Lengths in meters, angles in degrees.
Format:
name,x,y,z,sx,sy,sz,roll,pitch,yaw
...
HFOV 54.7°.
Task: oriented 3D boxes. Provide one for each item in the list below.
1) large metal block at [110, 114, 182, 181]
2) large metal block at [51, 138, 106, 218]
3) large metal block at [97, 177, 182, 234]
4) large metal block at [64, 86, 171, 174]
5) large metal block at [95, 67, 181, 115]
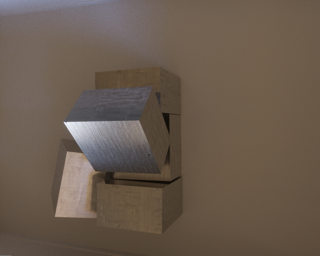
name,x,y,z,sx,sy,sz,roll,pitch,yaw
large metal block,-0.018,0.023,0.403,0.080,0.050,0.079,-1,90,19
large metal block,-0.108,0.063,0.408,0.050,0.080,0.079,10,95,-24
large metal block,-0.022,0.090,0.386,0.080,0.080,0.050,1,90,19
large metal block,-0.041,0.004,0.333,0.080,0.080,0.050,-1,45,19
large metal block,-0.024,-0.041,0.386,0.080,0.080,0.050,-1,90,19
